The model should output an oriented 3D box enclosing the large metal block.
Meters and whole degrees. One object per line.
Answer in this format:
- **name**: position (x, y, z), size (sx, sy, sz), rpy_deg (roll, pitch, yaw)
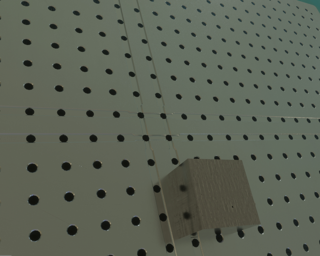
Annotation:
- **large metal block**: position (0.064, 0.085, 0.377), size (0.081, 0.050, 0.080), rpy_deg (4, 60, -26)
